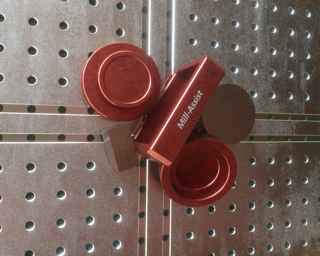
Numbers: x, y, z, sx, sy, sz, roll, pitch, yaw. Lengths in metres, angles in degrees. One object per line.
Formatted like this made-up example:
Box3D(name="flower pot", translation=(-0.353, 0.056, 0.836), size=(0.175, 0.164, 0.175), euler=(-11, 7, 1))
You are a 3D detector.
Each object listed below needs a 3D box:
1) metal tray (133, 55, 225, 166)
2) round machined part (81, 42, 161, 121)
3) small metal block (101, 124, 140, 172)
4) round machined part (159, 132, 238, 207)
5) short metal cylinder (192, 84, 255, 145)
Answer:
Box3D(name="metal tray", translation=(0.017, -0.021, 0.380), size=(0.030, 0.090, 0.130), euler=(35, 79, -17))
Box3D(name="round machined part", translation=(-0.045, -0.057, 0.382), size=(0.099, 0.042, 0.097), euler=(0, 90, -20))
Box3D(name="small metal block", translation=(-0.050, 0.023, 0.377), size=(0.025, 0.050, 0.050), euler=(-16, 96, -19))
Box3D(name="round machined part", translation=(0.047, 0.050, 0.405), size=(0.099, 0.042, 0.097), euler=(-3, 111, -8))
Box3D(name="short metal cylinder", translation=(0.082, -0.018, 0.425), size=(0.081, 0.050, 0.079), euler=(0, 90, -20))
